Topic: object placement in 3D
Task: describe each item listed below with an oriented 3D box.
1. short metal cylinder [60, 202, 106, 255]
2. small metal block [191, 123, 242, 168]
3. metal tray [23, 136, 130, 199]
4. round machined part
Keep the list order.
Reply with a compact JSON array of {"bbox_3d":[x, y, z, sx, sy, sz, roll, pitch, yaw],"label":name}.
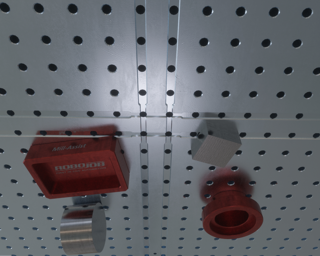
[{"bbox_3d":[-0.125,0.167,0.517,0.050,0.080,0.080,-6,130,5],"label":"short metal cylinder"},{"bbox_3d":[0.078,0.025,0.434,0.050,0.025,0.050,16,128,-14],"label":"small metal block"},{"bbox_3d":[-0.119,0.061,0.458,0.131,0.030,0.090,-7,130,6],"label":"metal tray"},{"bbox_3d":[0.120,0.143,0.524,0.099,0.042,0.097,0,130,0],"label":"round machined part"}]
